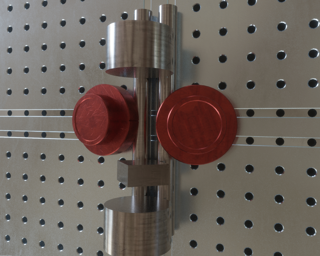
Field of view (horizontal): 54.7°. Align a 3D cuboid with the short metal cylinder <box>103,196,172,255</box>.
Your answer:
[{"bbox_3d":[-0.026,0.115,0.370,0.080,0.080,0.050,1,91,20],"label":"short metal cylinder"}]

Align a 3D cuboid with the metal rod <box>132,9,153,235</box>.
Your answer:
[{"bbox_3d":[-0.025,-0.008,0.420,0.025,0.025,0.298,1,90,20],"label":"metal rod"}]

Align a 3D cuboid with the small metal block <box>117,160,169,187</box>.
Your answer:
[{"bbox_3d":[-0.022,0.055,0.382,0.050,0.050,0.025,1,90,-22],"label":"small metal block"}]

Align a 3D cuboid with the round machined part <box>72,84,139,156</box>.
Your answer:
[{"bbox_3d":[-0.080,-0.011,0.418,0.098,0.042,0.097,0,90,34],"label":"round machined part"}]

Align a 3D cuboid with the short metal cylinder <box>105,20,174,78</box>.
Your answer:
[{"bbox_3d":[-0.024,-0.090,0.368,0.080,0.080,0.050,1,91,20],"label":"short metal cylinder"}]

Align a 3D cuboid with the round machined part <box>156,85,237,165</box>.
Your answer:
[{"bbox_3d":[0.044,-0.004,0.374,0.099,0.042,0.097,0,90,5],"label":"round machined part"}]

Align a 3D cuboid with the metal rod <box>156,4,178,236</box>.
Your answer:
[{"bbox_3d":[0.009,-0.009,0.409,0.025,0.025,0.298,1,90,20],"label":"metal rod"}]
